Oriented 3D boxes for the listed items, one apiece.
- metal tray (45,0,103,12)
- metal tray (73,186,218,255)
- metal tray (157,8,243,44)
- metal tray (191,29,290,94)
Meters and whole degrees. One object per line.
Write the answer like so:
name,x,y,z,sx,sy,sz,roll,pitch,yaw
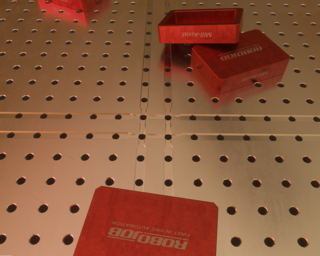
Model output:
metal tray,-0.183,-0.291,0.647,0.130,0.030,0.090,22,53,17
metal tray,-0.011,0.113,0.310,0.131,0.030,0.090,7,50,5
metal tray,0.071,-0.174,0.524,0.130,0.030,0.090,5,37,16
metal tray,0.127,-0.110,0.499,0.131,0.030,0.090,-19,53,-16
